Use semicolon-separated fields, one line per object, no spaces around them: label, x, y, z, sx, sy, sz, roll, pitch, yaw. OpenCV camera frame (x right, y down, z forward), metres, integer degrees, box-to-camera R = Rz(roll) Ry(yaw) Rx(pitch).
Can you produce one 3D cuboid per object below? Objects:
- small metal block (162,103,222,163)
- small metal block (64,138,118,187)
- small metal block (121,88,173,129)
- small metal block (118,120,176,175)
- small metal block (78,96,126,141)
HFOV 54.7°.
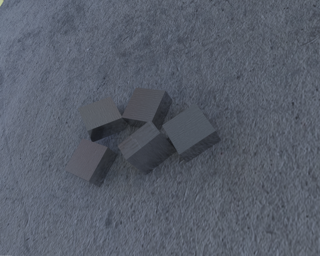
small metal block;0.038;0.006;0.380;0.050;0.025;0.050;-34;51;6
small metal block;-0.095;0.047;0.425;0.050;0.025;0.050;15;70;34
small metal block;-0.017;-0.027;0.429;0.050;0.025;0.050;10;67;32
small metal block;-0.015;0.025;0.380;0.050;0.050;0.025;-39;51;2
small metal block;-0.084;-0.013;0.445;0.050;0.025;0.050;-22;50;-14
